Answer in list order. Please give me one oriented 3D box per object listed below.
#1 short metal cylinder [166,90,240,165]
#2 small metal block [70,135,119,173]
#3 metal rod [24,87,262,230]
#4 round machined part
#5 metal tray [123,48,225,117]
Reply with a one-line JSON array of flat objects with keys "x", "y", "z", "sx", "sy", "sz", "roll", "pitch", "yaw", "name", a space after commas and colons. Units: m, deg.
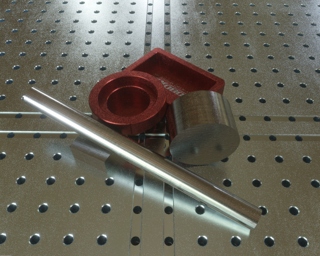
[{"x": 0.049, "y": 0.001, "z": 0.370, "sx": 0.081, "sy": 0.080, "sz": 0.050, "roll": -3, "pitch": 50, "yaw": -3, "name": "short metal cylinder"}, {"x": -0.075, "y": 0.022, "z": 0.389, "sx": 0.050, "sy": 0.025, "sz": 0.050, "roll": 22, "pitch": 53, "yaw": 17, "name": "small metal block"}, {"x": -0.028, "y": 0.029, "z": 0.356, "sx": 0.301, "sy": 0.025, "sz": 0.025, "roll": 28, "pitch": 55, "yaw": 10, "name": "metal rod"}, {"x": -0.041, "y": -0.028, "z": 0.409, "sx": 0.099, "sy": 0.042, "sz": 0.098, "roll": -1, "pitch": 50, "yaw": 1, "name": "round machined part"}, {"x": 0.017, "y": -0.063, "z": 0.457, "sx": 0.130, "sy": 0.030, "sz": 0.090, "roll": 32, "pitch": 56, "yaw": 24, "name": "metal tray"}]
